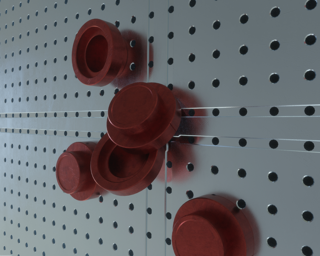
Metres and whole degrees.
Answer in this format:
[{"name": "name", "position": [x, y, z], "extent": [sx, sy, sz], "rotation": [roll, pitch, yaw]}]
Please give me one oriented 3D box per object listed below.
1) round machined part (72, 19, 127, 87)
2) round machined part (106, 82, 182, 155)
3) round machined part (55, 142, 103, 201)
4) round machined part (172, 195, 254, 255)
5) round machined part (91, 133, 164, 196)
[{"name": "round machined part", "position": [-0.088, -0.112, 0.473], "extent": [0.098, 0.042, 0.097], "rotation": [0, 90, 40]}, {"name": "round machined part", "position": [-0.026, -0.019, 0.392], "extent": [0.098, 0.042, 0.098], "rotation": [-13, 56, 20]}, {"name": "round machined part", "position": [-0.135, 0.072, 0.512], "extent": [0.098, 0.042, 0.097], "rotation": [0, 90, 40]}, {"name": "round machined part", "position": [0.053, 0.129, 0.356], "extent": [0.098, 0.042, 0.097], "rotation": [0, 90, 40]}, {"name": "round machined part", "position": [-0.039, 0.044, 0.413], "extent": [0.098, 0.042, 0.098], "rotation": [-13, 56, 20]}]
